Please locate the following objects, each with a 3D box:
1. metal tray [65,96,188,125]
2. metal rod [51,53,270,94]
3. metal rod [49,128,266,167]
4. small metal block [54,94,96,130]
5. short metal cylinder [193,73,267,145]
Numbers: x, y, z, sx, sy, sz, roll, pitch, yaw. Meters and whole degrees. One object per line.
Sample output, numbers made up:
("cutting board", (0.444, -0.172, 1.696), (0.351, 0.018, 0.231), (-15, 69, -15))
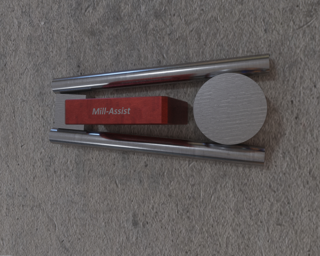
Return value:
("metal tray", (-0.039, -0.019, 0.388), (0.130, 0.090, 0.030), (0, 90, 20))
("metal rod", (-0.013, -0.069, 0.415), (0.301, 0.025, 0.025), (-3, 89, 19))
("metal rod", (-0.017, 0.022, 0.416), (0.301, 0.025, 0.025), (5, 92, 19))
("small metal block", (-0.125, -0.023, 0.455), (0.050, 0.025, 0.050), (5, 92, 19))
("short metal cylinder", (0.085, -0.021, 0.366), (0.080, 0.050, 0.079), (0, 90, 20))
